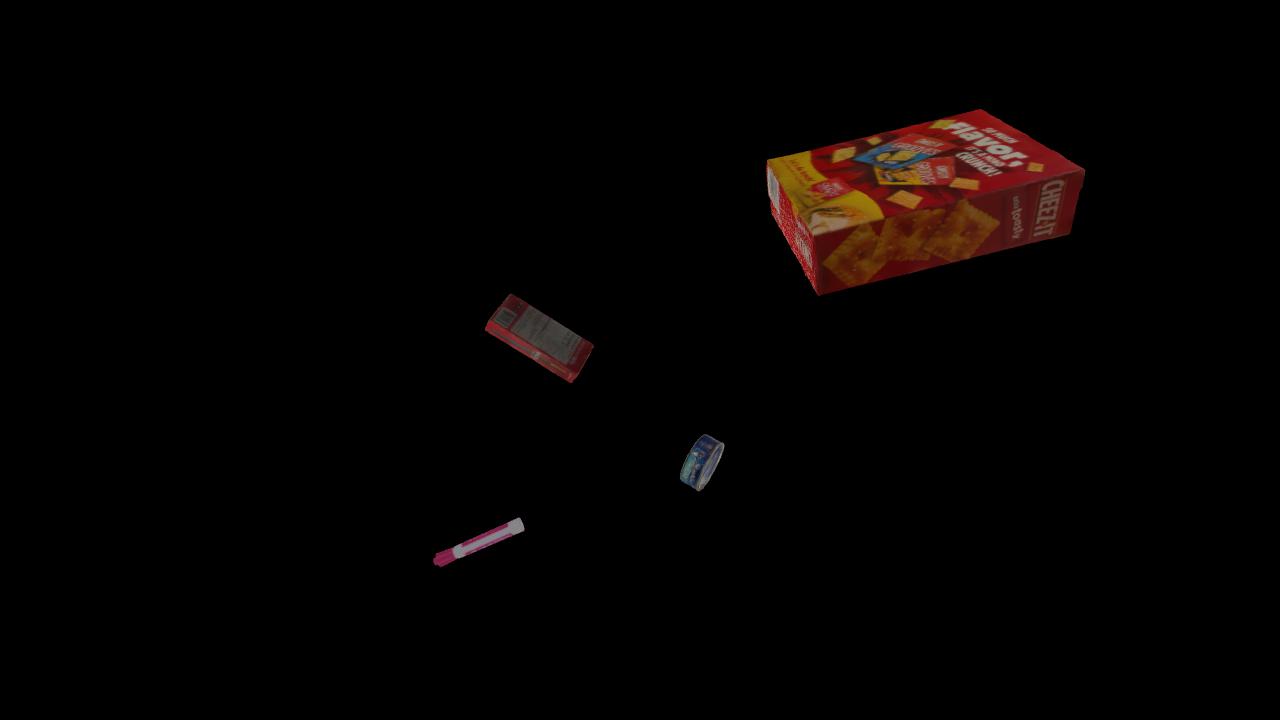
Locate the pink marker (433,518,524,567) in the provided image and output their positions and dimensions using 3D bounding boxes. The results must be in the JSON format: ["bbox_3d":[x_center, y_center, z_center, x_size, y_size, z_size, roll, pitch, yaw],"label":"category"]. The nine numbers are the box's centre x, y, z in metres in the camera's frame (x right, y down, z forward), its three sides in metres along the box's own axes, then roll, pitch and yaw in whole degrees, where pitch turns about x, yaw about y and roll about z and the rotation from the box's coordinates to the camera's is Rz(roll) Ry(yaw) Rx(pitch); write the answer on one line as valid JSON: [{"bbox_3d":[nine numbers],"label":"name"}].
[{"bbox_3d":[-0.209,0.236,0.795,0.121,0.020,0.020,-23,1,-4],"label":"pink marker"}]

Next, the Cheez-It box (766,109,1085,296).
[{"bbox_3d":[0.247,-0.154,0.575,0.223,0.071,0.166,-13,39,4],"label":"Cheez-It box"}]

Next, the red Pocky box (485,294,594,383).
[{"bbox_3d":[-0.152,-0.034,0.942,0.155,0.028,0.083,32,37,-7],"label":"red Pocky box"}]

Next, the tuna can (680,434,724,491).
[{"bbox_3d":[0.096,0.157,0.949,0.034,0.084,0.084,27,10,20],"label":"tuna can"}]
